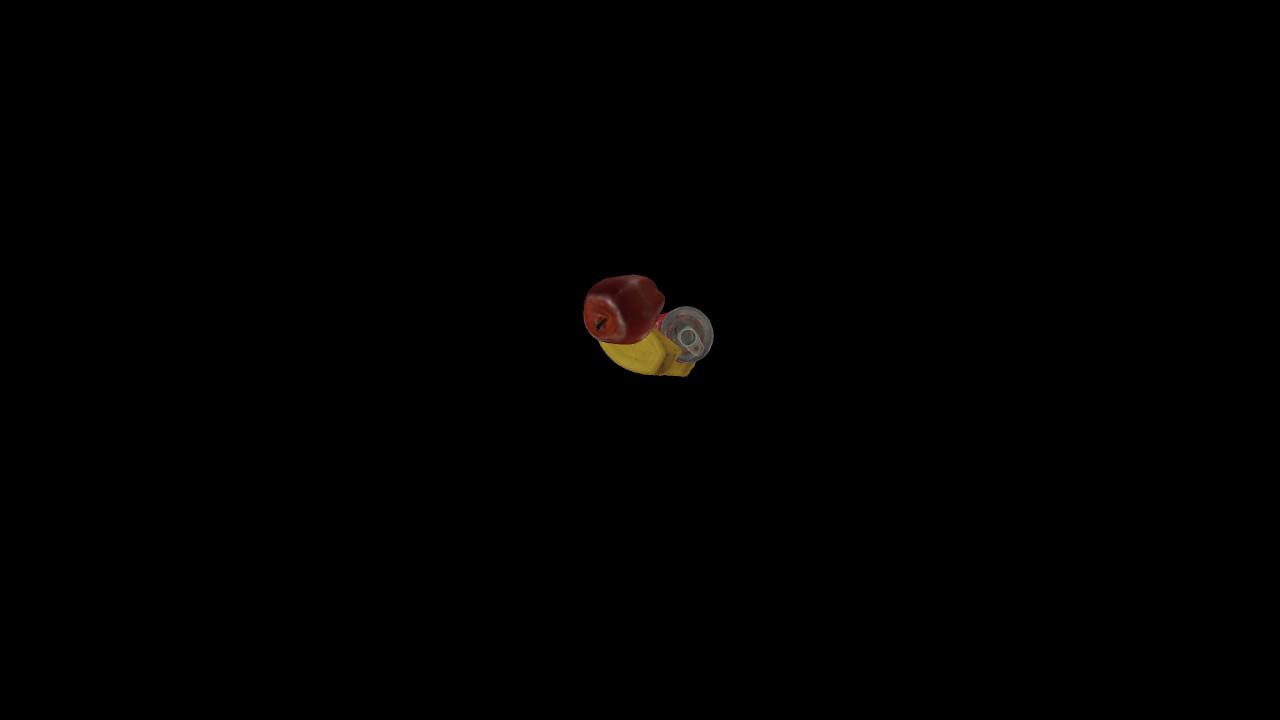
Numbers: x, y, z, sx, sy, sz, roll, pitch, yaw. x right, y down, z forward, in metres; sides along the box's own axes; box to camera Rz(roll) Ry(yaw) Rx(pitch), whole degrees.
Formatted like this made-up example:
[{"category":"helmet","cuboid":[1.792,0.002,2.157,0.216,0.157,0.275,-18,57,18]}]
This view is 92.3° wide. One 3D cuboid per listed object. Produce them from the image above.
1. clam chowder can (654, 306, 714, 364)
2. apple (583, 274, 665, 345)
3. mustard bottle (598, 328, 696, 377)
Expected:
[{"category":"clam chowder can","cuboid":[0.040,-0.026,0.767,0.068,0.068,0.102,0,-4,-18]},{"category":"apple","cuboid":[-0.018,-0.054,0.661,0.079,0.079,0.093,0,24,42]},{"category":"mustard bottle","cuboid":[0.023,-0.012,0.758,0.092,0.054,0.184,27,7,22]}]
